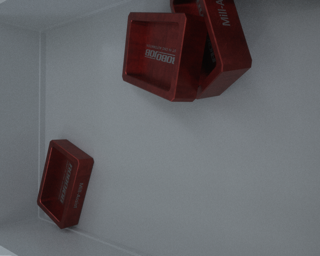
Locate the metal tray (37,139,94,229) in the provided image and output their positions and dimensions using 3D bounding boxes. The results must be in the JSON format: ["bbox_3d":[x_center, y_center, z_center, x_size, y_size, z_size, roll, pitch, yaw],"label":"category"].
[{"bbox_3d":[-0.167,0.095,0.537,0.090,0.030,0.129,27,107,36],"label":"metal tray"}]

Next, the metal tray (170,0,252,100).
[{"bbox_3d":[0.048,-0.106,0.330,0.090,0.030,0.129,128,130,-74],"label":"metal tray"}]

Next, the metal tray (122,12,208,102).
[{"bbox_3d":[-0.001,-0.089,0.371,0.130,0.030,0.089,31,118,53],"label":"metal tray"}]
